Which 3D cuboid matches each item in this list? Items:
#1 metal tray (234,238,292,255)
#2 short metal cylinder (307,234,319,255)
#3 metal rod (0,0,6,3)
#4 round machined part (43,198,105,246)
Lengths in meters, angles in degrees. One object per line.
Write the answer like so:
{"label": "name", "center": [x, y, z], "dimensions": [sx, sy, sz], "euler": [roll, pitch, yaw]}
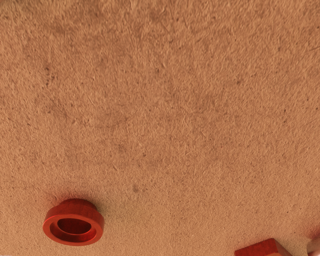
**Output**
{"label": "metal tray", "center": [0.228, 0.285, 0.650], "dimensions": [0.090, 0.030, 0.130], "euler": [-31, 124, 23]}
{"label": "short metal cylinder", "center": [0.325, 0.235, 0.577], "dimensions": [0.081, 0.080, 0.050], "euler": [19, 128, -16]}
{"label": "metal rod", "center": [-0.058, -0.167, 0.263], "dimensions": [0.301, 0.025, 0.025], "euler": [-20, 128, 16]}
{"label": "round machined part", "center": [-0.144, 0.157, 0.528], "dimensions": [0.099, 0.042, 0.097], "euler": [-1, 130, 0]}
